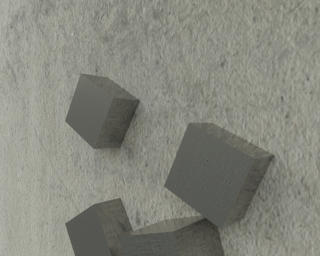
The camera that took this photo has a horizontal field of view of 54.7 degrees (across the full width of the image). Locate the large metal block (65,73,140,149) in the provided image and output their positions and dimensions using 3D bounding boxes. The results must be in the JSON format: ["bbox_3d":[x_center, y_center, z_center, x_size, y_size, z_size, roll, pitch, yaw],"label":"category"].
[{"bbox_3d":[-0.087,-0.025,0.458,0.080,0.050,0.079,37,112,33],"label":"large metal block"}]

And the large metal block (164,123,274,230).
[{"bbox_3d":[0.062,0.047,0.336,0.080,0.050,0.079,31,109,35],"label":"large metal block"}]

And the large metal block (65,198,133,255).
[{"bbox_3d":[-0.087,0.160,0.458,0.080,0.050,0.080,-37,67,33],"label":"large metal block"}]

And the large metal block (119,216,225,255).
[{"bbox_3d":[0.015,0.136,0.356,0.080,0.081,0.050,-20,78,38],"label":"large metal block"}]
